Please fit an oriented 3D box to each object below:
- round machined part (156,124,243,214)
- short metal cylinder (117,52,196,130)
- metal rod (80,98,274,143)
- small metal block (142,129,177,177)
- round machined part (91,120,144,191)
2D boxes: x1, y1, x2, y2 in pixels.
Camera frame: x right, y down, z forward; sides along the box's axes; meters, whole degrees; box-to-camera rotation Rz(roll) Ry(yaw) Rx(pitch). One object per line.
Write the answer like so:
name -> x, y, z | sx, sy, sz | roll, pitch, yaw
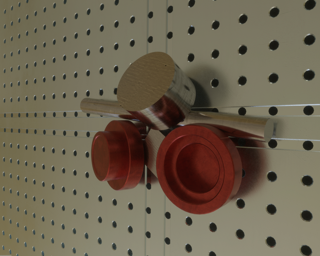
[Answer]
round machined part -> 0.047, 0.044, 0.352 | 0.098, 0.042, 0.097 | 2, 94, 37
short metal cylinder -> -0.004, -0.044, 0.373 | 0.080, 0.050, 0.080 | -17, 55, 27
metal rod -> -0.004, -0.017, 0.408 | 0.300, 0.025, 0.025 | 10, 96, 39
small metal block -> 0.003, 0.031, 0.402 | 0.050, 0.025, 0.050 | 44, 116, 31
round machined part -> -0.064, 0.038, 0.429 | 0.098, 0.042, 0.097 | 3, 93, 58
